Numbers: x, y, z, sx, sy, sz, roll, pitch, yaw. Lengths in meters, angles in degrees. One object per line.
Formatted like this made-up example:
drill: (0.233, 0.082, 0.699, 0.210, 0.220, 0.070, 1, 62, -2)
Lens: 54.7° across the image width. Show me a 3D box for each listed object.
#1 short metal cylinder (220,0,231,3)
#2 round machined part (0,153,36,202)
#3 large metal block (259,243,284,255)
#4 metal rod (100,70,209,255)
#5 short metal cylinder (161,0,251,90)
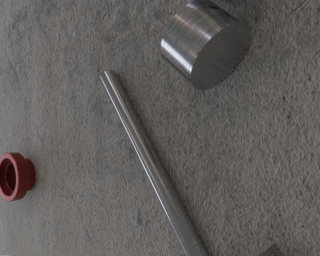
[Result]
short metal cylinder: (0.051, -0.175, 0.327, 0.080, 0.081, 0.050, 42, 116, 31)
round machined part: (-0.292, 0.098, 0.635, 0.098, 0.042, 0.097, 0, 90, 40)
large metal block: (0.104, 0.176, 0.303, 0.080, 0.050, 0.080, 52, 120, 27)
metal rod: (-0.014, 0.043, 0.416, 0.025, 0.025, 0.299, -42, 65, 32)
short metal cylinder: (0.048, -0.087, 0.329, 0.050, 0.081, 0.080, 49, 119, 29)
